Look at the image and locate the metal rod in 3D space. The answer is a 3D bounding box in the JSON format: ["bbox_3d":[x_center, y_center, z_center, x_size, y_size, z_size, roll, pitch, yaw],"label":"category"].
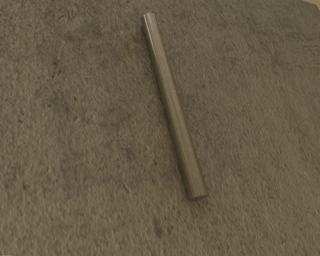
[{"bbox_3d":[0.015,-0.046,0.441,0.025,0.025,0.299,0,62,-29],"label":"metal rod"}]
